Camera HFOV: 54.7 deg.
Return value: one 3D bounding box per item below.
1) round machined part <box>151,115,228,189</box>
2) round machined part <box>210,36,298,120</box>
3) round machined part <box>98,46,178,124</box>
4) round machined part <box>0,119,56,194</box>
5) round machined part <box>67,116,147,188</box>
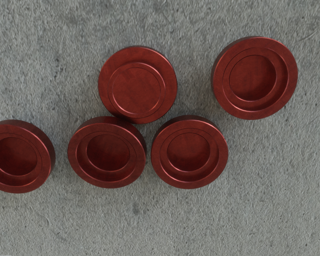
[{"bbox_3d":[0.038,0.028,0.411,0.099,0.042,0.097,0,110,0],"label":"round machined part"},{"bbox_3d":[0.111,-0.062,0.379,0.099,0.042,0.097,0,110,0],"label":"round machined part"},{"bbox_3d":[-0.027,-0.050,0.382,0.099,0.042,0.097,0,110,0],"label":"round machined part"},{"bbox_3d":[-0.188,0.034,0.412,0.099,0.042,0.097,0,110,0],"label":"round machined part"},{"bbox_3d":[-0.066,0.028,0.406,0.099,0.042,0.097,1,117,3],"label":"round machined part"}]
